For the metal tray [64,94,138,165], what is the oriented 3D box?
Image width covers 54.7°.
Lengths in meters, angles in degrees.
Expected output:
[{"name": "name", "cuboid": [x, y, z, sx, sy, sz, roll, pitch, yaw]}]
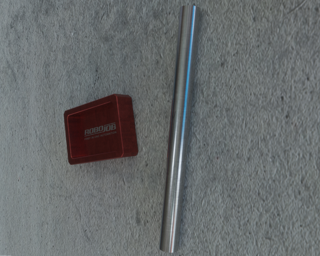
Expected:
[{"name": "metal tray", "cuboid": [-0.095, 0.006, 0.477, 0.130, 0.030, 0.089, -12, 82, 39]}]

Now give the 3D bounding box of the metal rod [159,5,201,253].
[{"name": "metal rod", "cuboid": [0.024, 0.004, 0.383, 0.025, 0.025, 0.298, 8, 95, 39]}]
